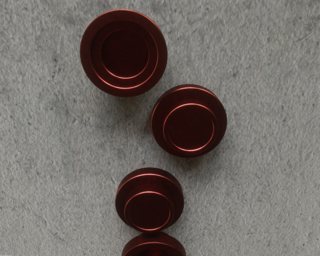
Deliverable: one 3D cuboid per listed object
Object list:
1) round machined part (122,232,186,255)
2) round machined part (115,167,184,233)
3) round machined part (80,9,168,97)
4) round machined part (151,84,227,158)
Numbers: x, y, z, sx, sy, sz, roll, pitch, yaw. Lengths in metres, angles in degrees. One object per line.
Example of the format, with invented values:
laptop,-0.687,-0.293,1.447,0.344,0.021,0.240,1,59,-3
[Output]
round machined part,-0.009,0.197,0.472,0.099,0.042,0.097,0,113,-1
round machined part,-0.015,0.109,0.441,0.099,0.042,0.097,0,110,-1
round machined part,-0.041,-0.089,0.367,0.099,0.042,0.097,0,110,-1
round machined part,0.038,-0.005,0.400,0.099,0.042,0.097,0,110,-1
